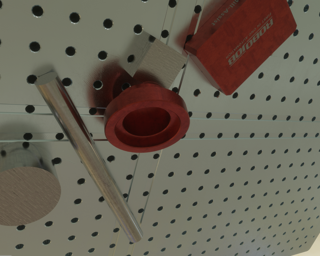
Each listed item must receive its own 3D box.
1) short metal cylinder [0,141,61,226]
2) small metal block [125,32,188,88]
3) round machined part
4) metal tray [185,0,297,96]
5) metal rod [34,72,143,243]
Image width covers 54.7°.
[{"bbox_3d":[-0.157,0.062,0.348,0.081,0.050,0.079,-14,124,-21],"label":"short metal cylinder"},{"bbox_3d":[-0.004,-0.075,0.364,0.050,0.025,0.050,23,106,-37],"label":"small metal block"},{"bbox_3d":[-0.017,-0.015,0.368,0.099,0.042,0.097,-7,143,-6],"label":"round machined part"},{"bbox_3d":[0.105,-0.116,0.396,0.130,0.030,0.090,-45,130,3],"label":"metal tray"},{"bbox_3d":[-0.078,0.061,0.407,0.025,0.025,0.299,-28,128,-11],"label":"metal rod"}]
